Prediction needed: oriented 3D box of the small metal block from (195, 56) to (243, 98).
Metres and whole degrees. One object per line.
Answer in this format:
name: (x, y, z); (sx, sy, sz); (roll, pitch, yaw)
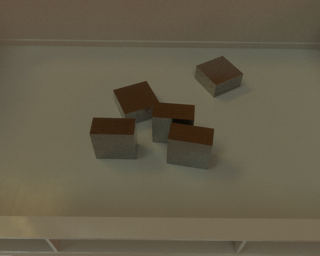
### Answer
small metal block: (0.089, -0.079, 0.473); (0.050, 0.025, 0.050); (-24, 54, -19)

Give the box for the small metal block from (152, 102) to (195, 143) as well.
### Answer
small metal block: (0.017, -0.005, 0.393); (0.050, 0.050, 0.025); (4, 50, 3)

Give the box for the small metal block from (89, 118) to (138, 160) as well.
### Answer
small metal block: (-0.054, 0.014, 0.377); (0.050, 0.050, 0.025); (1, 50, 0)

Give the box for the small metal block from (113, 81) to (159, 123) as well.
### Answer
small metal block: (-0.033, -0.035, 0.434); (0.050, 0.025, 0.050); (-18, 53, -15)

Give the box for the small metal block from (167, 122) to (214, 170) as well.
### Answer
small metal block: (0.035, 0.022, 0.371); (0.050, 0.050, 0.025); (8, 51, 6)
